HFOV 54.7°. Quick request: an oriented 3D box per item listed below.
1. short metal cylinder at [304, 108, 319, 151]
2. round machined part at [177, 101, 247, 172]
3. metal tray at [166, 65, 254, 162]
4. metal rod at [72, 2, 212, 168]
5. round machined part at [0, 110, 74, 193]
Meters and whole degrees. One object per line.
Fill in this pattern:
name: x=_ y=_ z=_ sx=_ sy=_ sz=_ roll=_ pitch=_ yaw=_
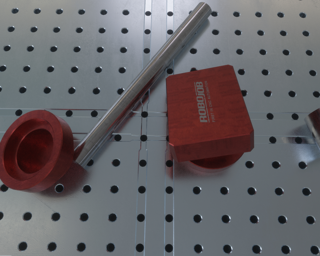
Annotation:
short metal cylinder: x=0.231 y=-0.004 z=0.386 sx=0.081 sy=0.080 sz=0.050 roll=-17 pitch=71 yaw=-6
round machined part: x=0.066 y=0.005 z=0.401 sx=0.099 sy=0.042 sz=0.098 roll=0 pitch=70 yaw=0
metal tray: x=0.056 y=-0.023 z=0.381 sx=0.090 sy=0.030 sz=0.130 roll=-9 pitch=44 yaw=8
metal rod: x=-0.019 y=-0.070 z=0.437 sx=0.025 sy=0.025 sz=0.300 roll=34 pitch=73 yaw=11
round machined part: x=-0.146 y=0.030 z=0.379 sx=0.098 sy=0.042 sz=0.098 roll=-8 pitch=67 yaw=21
